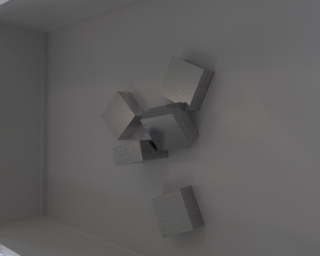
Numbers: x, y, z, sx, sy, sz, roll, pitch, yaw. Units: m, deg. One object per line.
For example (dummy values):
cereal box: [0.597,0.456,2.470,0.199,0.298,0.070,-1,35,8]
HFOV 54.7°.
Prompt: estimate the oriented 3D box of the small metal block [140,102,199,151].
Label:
small metal block: [0.012,-0.001,0.381,0.050,0.025,0.050,-9,121,39]

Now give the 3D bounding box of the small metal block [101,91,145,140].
small metal block: [-0.053,-0.017,0.451,0.050,0.025,0.050,-52,60,27]

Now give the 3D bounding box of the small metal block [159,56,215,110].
small metal block: [0.032,-0.055,0.380,0.050,0.025,0.050,32,110,35]

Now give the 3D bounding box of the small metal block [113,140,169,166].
small metal block: [-0.026,0.032,0.412,0.050,0.050,0.025,-16,80,39]

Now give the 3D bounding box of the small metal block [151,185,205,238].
small metal block: [0.022,0.105,0.389,0.050,0.025,0.050,-29,72,36]
